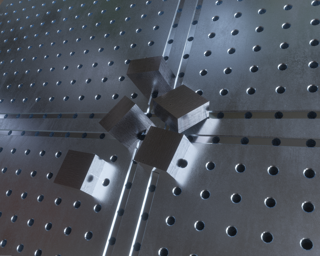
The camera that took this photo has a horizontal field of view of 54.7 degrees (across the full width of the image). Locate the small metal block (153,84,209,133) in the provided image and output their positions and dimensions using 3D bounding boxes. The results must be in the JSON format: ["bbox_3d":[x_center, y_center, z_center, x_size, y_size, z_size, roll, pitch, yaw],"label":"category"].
[{"bbox_3d":[0.027,-0.026,0.397,0.050,0.025,0.050,-29,47,-24],"label":"small metal block"}]

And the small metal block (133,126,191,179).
[{"bbox_3d":[0.003,0.029,0.387,0.050,0.025,0.050,15,69,33],"label":"small metal block"}]

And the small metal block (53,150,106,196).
[{"bbox_3d":[-0.111,0.061,0.427,0.050,0.025,0.050,6,65,30],"label":"small metal block"}]

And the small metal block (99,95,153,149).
[{"bbox_3d":[-0.045,-0.007,0.419,0.050,0.050,0.025,-47,52,-5],"label":"small metal block"}]

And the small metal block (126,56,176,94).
[{"bbox_3d":[-0.011,-0.074,0.442,0.050,0.050,0.025,-2,61,27],"label":"small metal block"}]
